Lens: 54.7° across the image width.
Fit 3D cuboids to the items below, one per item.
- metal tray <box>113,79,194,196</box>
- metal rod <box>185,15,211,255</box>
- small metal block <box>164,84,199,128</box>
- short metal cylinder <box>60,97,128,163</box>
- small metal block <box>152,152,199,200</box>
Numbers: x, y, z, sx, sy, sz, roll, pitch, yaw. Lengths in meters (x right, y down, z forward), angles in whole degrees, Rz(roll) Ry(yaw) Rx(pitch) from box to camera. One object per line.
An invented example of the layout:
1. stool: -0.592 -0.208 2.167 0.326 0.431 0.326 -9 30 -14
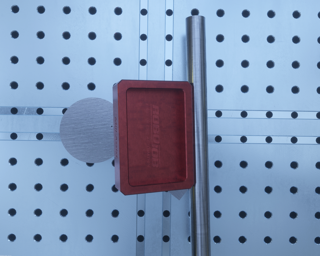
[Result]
1. metal tray: -0.008 0.010 0.371 0.091 0.030 0.129 -2 90 -20
2. metal rod: 0.048 0.012 0.389 0.025 0.025 0.298 -1 90 -1
3. small metal block: 0.031 -0.029 0.414 0.050 0.025 0.050 -15 90 -1
4. short metal cylinder: -0.081 0.003 0.399 0.081 0.050 0.079 0 90 -1
5. small metal block: 0.021 0.059 0.413 0.050 0.025 0.050 39 90 -1
